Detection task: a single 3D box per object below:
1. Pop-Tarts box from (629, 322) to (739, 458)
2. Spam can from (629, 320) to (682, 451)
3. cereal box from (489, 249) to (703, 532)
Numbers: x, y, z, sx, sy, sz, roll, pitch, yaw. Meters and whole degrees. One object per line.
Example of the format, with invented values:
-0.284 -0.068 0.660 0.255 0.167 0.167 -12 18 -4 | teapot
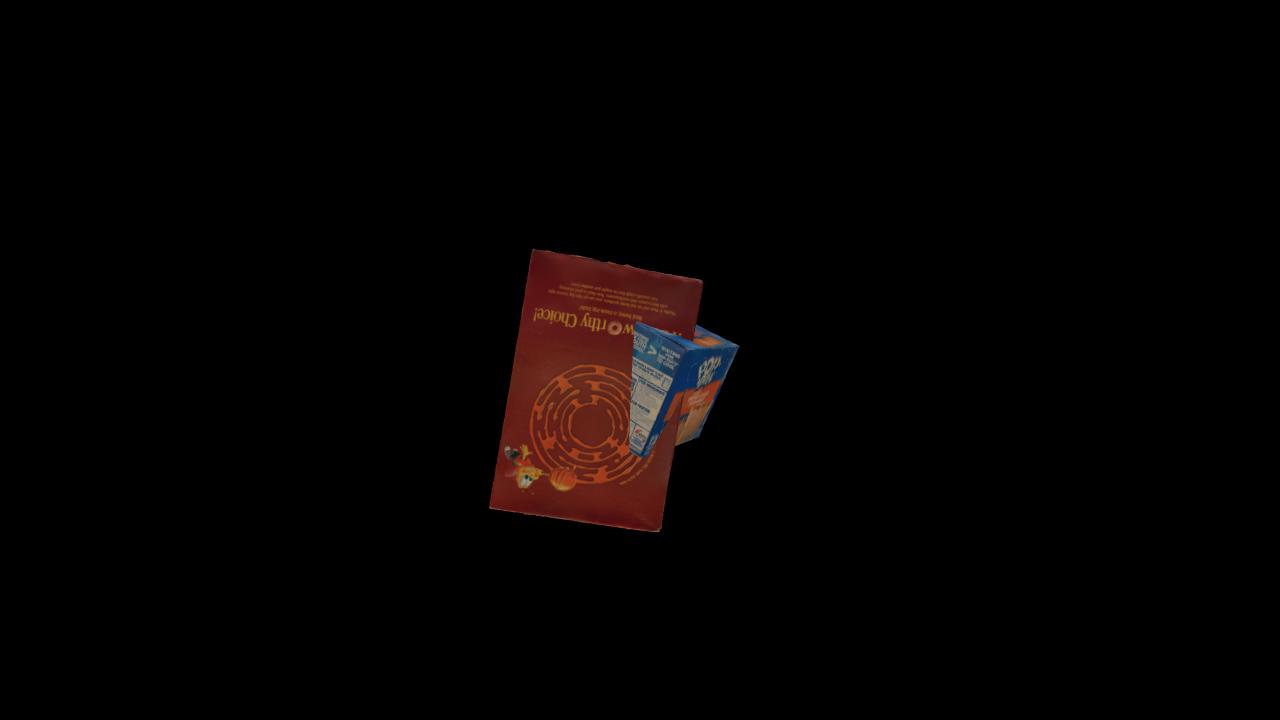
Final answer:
0.036 0.030 0.766 0.083 0.141 0.167 28 15 24 | Pop-Tarts box
-0.017 0.057 0.761 0.101 0.085 0.058 1 -34 -14 | Spam can
-0.052 0.038 0.733 0.203 0.306 0.081 9 3 -6 | cereal box
